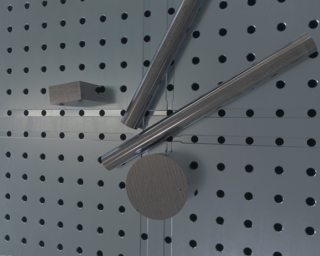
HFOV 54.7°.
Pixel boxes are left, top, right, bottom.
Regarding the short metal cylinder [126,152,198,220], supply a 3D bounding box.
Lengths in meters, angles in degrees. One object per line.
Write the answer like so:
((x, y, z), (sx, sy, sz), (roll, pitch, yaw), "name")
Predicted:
((0.004, 0.071, 0.398), (0.080, 0.050, 0.079), (0, 90, 20), "short metal cylinder")

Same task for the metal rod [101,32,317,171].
((0.048, -0.024, 0.395), (0.300, 0.025, 0.025), (-31, 80, 17), "metal rod")

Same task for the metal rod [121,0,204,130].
((0.026, -0.134, 0.403), (0.025, 0.025, 0.299), (31, 100, 17), "metal rod")

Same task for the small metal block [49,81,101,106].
((-0.120, -0.048, 0.442), (0.050, 0.050, 0.025), (-7, 88, 20), "small metal block")
